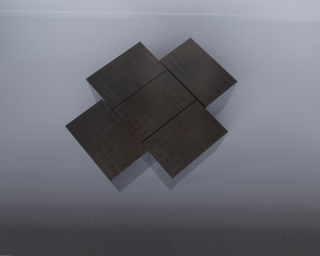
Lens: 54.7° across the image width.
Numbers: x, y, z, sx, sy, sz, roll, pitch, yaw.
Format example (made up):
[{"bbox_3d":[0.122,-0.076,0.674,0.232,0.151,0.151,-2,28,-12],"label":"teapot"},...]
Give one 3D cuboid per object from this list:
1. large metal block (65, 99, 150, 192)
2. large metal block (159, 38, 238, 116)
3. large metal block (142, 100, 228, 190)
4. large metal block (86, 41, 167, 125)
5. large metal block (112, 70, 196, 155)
[{"bbox_3d":[-0.058,0.024,0.370,0.050,0.080,0.080,-39,75,-13],"label":"large metal block"},{"bbox_3d":[0.044,-0.054,0.400,0.050,0.080,0.080,-39,75,-13],"label":"large metal block"},{"bbox_3d":[0.027,0.024,0.372,0.080,0.080,0.050,-38,75,-13],"label":"large metal block"},{"bbox_3d":[-0.039,-0.049,0.397,0.080,0.080,0.050,-38,75,-13],"label":"large metal block"},{"bbox_3d":[-0.006,-0.013,0.384,0.080,0.080,0.050,-38,75,-13],"label":"large metal block"}]
